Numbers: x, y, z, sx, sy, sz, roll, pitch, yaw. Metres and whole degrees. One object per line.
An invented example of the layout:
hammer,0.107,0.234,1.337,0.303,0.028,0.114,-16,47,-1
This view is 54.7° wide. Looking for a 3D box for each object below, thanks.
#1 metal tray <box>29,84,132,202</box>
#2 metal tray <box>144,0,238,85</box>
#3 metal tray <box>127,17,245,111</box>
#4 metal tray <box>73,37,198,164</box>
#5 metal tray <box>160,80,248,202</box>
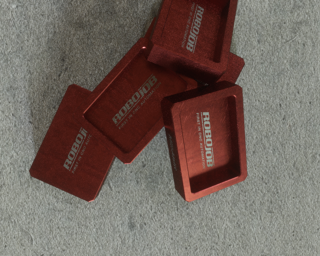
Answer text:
metal tray,-0.100,0.019,0.407,0.090,0.030,0.129,25,90,-1
metal tray,0.041,-0.125,0.375,0.091,0.030,0.130,20,62,-10
metal tray,0.032,-0.076,0.409,0.131,0.030,0.090,27,90,-1
metal tray,-0.029,-0.032,0.378,0.090,0.030,0.130,41,90,-1
metal tray,0.057,0.017,0.375,0.091,0.030,0.129,-17,115,-16
